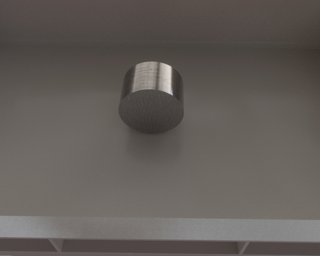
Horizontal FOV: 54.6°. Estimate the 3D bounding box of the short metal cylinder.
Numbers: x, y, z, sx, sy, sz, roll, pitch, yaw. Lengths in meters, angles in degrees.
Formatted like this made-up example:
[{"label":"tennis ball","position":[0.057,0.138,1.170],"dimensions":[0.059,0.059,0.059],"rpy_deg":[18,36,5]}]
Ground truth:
[{"label":"short metal cylinder","position":[-0.010,-0.038,0.397],"dimensions":[0.080,0.080,0.050],"rpy_deg":[1,50,1]}]
